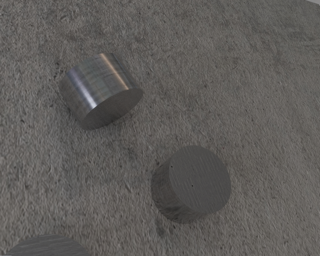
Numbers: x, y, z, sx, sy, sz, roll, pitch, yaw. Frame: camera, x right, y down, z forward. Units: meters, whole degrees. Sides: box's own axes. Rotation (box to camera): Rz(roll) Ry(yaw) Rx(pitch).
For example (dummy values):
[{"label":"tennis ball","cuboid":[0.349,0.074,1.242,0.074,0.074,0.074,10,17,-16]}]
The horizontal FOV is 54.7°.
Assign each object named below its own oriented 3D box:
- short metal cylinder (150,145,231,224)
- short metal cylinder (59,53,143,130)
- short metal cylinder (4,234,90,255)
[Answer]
[{"label":"short metal cylinder","cuboid":[0.036,0.067,0.366,0.081,0.050,0.080,14,56,-21]},{"label":"short metal cylinder","cuboid":[-0.067,-0.040,0.357,0.081,0.080,0.050,-25,76,-37]},{"label":"short metal cylinder","cuboid":[-0.097,0.133,0.254,0.081,0.050,0.080,14,56,-21]}]
